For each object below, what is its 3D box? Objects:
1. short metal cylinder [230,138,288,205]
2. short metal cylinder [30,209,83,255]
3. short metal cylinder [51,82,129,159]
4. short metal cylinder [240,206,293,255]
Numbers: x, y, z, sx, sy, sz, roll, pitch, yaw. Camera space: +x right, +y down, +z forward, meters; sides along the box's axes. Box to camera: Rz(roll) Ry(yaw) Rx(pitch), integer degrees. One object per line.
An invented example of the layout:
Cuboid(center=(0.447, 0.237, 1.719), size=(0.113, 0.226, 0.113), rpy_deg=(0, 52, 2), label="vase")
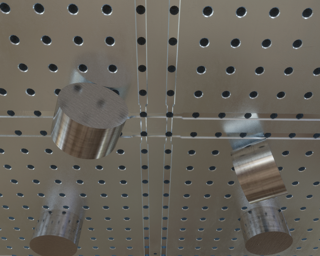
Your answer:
Cuboid(center=(0.137, 0.060, 0.428), size=(0.050, 0.080, 0.080), rpy_deg=(-22, 127, 17), label="short metal cylinder")
Cuboid(center=(-0.185, 0.191, 0.556), size=(0.081, 0.050, 0.079), rpy_deg=(0, 130, 0), label="short metal cylinder")
Cuboid(center=(-0.083, -0.010, 0.367), size=(0.081, 0.080, 0.050), rpy_deg=(16, 128, -14), label="short metal cylinder")
Cuboid(center=(0.188, 0.184, 0.554), size=(0.081, 0.050, 0.079), rpy_deg=(0, 130, 0), label="short metal cylinder")
